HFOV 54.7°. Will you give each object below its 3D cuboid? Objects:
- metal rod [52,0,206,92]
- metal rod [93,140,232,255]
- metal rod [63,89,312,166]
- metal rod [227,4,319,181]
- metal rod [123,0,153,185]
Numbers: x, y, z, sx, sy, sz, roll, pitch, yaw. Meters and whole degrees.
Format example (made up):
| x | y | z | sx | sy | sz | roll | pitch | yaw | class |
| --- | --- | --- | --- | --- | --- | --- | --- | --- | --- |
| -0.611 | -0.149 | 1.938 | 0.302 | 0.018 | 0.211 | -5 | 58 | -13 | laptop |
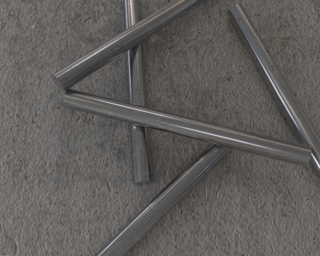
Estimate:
| x | y | z | sx | sy | sz | roll | pitch | yaw | class |
| --- | --- | --- | --- | --- | --- | --- | --- | --- | --- |
| -0.017 | -0.143 | 0.436 | 0.301 | 0.025 | 0.025 | -39 | 75 | -22 | metal rod |
| -0.021 | 0.113 | 0.366 | 0.301 | 0.025 | 0.025 | -42 | 75 | -14 | metal rod |
| 0.029 | -0.002 | 0.381 | 0.301 | 0.025 | 0.025 | 14 | 71 | 5 | metal rod |
| 0.168 | -0.050 | 0.427 | 0.025 | 0.025 | 0.299 | -20 | 71 | -7 | metal rod |
| -0.034 | -0.072 | 0.433 | 0.025 | 0.025 | 0.299 | -5 | 70 | -2 | metal rod |
